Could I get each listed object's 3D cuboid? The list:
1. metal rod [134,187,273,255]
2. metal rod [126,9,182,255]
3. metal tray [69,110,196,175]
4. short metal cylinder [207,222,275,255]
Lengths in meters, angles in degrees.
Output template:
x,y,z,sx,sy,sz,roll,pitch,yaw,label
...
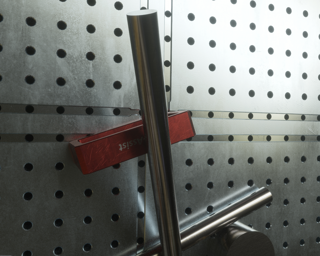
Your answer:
x,y,z,sx,sy,sz,roll,pitch,yaw,label
0.031,0.155,0.425,0.302,0.025,0.025,-22,98,-19,metal rod
0.001,0.036,0.321,0.025,0.025,0.298,-18,122,-19,metal rod
-0.036,0.013,0.365,0.131,0.090,0.030,-18,97,-19,metal tray
0.115,0.180,0.444,0.081,0.050,0.079,0,90,-21,short metal cylinder
